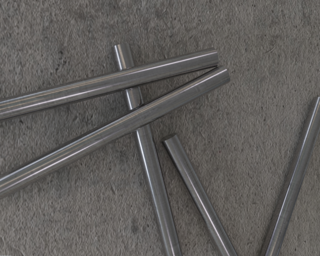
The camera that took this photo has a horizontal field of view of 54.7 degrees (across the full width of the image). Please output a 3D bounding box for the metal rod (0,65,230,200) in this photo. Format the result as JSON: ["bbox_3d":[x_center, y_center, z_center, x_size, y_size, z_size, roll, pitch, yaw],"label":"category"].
[{"bbox_3d":[-0.050,0.000,0.367,0.302,0.025,0.025,-27,100,-10],"label":"metal rod"}]

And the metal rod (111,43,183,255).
[{"bbox_3d":[-0.014,0.041,0.403,0.025,0.025,0.298,-16,95,-19],"label":"metal rod"}]

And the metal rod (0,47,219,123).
[{"bbox_3d":[-0.074,-0.048,0.360,0.302,0.025,0.025,-16,96,-12],"label":"metal rod"}]

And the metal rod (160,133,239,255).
[{"bbox_3d":[0.079,0.143,0.437,0.025,0.025,0.299,-30,100,-17],"label":"metal rod"}]

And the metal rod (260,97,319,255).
[{"bbox_3d":[0.207,0.092,0.485,0.025,0.025,0.299,25,82,-19],"label":"metal rod"}]
